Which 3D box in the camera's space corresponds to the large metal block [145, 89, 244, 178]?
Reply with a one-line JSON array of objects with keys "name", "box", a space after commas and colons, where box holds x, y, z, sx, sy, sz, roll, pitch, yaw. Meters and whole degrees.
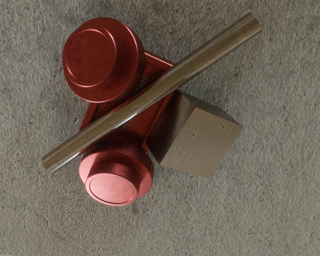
[{"name": "large metal block", "box": [0.041, 0.009, 0.386, 0.080, 0.050, 0.080, 19, 110, -33]}]

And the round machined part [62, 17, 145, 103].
[{"name": "round machined part", "box": [-0.070, -0.078, 0.351, 0.098, 0.042, 0.097, 0, 89, 20]}]

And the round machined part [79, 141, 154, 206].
[{"name": "round machined part", "box": [-0.059, 0.066, 0.407, 0.099, 0.042, 0.097, 4, 131, 5]}]

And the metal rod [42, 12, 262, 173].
[{"name": "metal rod", "box": [-0.019, -0.035, 0.367, 0.300, 0.025, 0.025, -33, 107, 11]}]

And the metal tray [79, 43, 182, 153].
[{"name": "metal tray", "box": [-0.037, -0.034, 0.395, 0.090, 0.030, 0.129, 23, 108, -9]}]
